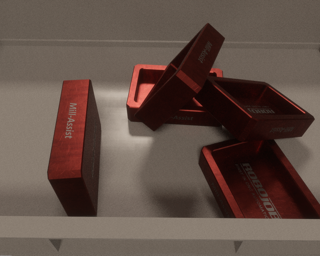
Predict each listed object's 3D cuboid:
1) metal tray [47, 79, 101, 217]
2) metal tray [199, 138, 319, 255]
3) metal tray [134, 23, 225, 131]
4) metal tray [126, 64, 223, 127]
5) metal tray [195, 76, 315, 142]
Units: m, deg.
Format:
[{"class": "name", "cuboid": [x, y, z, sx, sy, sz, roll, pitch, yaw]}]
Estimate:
[{"class": "metal tray", "cuboid": [-0.089, 0.020, 0.344, 0.030, 0.089, 0.130, -4, 50, -3]}, {"class": "metal tray", "cuboid": [0.109, 0.069, 0.345, 0.091, 0.030, 0.130, -14, 51, -12]}, {"class": "metal tray", "cuboid": [0.026, -0.064, 0.377, 0.030, 0.090, 0.130, 39, 44, -10]}, {"class": "metal tray", "cuboid": [0.024, -0.048, 0.442, 0.131, 0.030, 0.090, 4, 50, 2]}, {"class": "metal tray", "cuboid": [0.118, -0.025, 0.383, 0.131, 0.030, 0.090, -2, 39, -38]}]
